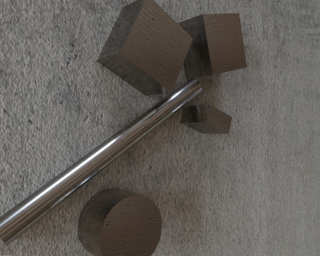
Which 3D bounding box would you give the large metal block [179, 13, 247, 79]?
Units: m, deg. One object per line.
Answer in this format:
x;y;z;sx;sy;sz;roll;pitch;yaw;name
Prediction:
0.077;-0.120;0.452;0.081;0.050;0.079;-18;102;-38;large metal block

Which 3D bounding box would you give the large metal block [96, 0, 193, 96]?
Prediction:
-0.016;-0.095;0.375;0.080;0.050;0.080;33;69;-35;large metal block

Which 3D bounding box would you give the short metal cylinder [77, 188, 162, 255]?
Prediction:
-0.045;0.112;0.351;0.081;0.050;0.080;0;90;-40;short metal cylinder

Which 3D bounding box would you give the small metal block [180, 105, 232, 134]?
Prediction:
0.066;-0.011;0.443;0.050;0.050;0.025;24;75;-38;small metal block

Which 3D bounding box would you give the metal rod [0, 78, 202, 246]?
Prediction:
-0.048;0.019;0.363;0.302;0.025;0.025;-39;114;-33;metal rod
